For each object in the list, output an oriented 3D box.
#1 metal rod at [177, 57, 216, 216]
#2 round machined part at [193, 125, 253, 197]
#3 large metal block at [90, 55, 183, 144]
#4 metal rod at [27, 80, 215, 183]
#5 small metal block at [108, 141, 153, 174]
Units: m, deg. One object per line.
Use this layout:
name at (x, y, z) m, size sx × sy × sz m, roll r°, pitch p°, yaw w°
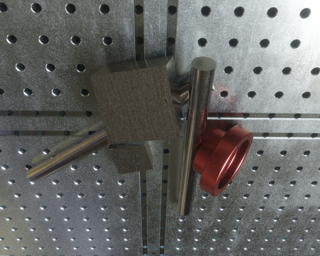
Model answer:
metal rod at (0.043, 0.037, 0.423) m, size 0.025 × 0.025 × 0.298 m, roll 0°, pitch 137°, yaw -1°
round machined part at (0.080, 0.038, 0.411) m, size 0.042 × 0.099 × 0.097 m, roll 31°, pitch 135°, yaw 25°
large metal block at (-0.022, -0.032, 0.348) m, size 0.080 × 0.050 × 0.079 m, roll -5°, pitch 113°, yaw 13°
metal rod at (-0.066, 0.008, 0.417) m, size 0.300 × 0.025 × 0.025 m, roll -27°, pitch 125°, yaw 21°
small metal block at (-0.040, 0.037, 0.443) m, size 0.050 × 0.025 × 0.050 m, roll -10°, pitch 130°, yaw 7°
